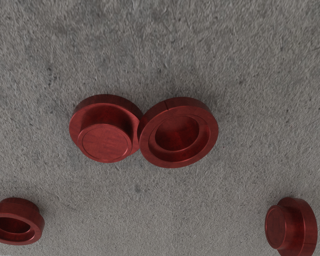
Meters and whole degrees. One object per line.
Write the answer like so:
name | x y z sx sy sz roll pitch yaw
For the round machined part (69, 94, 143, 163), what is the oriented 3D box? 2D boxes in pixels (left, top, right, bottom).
round machined part | -0.068 0.008 0.402 0.099 0.042 0.097 0 130 0

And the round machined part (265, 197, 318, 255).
round machined part | 0.203 0.160 0.498 0.042 0.098 0.097 8 130 -7

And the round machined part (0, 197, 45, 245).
round machined part | -0.246 0.155 0.526 0.099 0.042 0.097 0 130 0

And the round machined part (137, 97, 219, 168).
round machined part | 0.020 0.001 0.389 0.099 0.042 0.097 -7 129 -9
